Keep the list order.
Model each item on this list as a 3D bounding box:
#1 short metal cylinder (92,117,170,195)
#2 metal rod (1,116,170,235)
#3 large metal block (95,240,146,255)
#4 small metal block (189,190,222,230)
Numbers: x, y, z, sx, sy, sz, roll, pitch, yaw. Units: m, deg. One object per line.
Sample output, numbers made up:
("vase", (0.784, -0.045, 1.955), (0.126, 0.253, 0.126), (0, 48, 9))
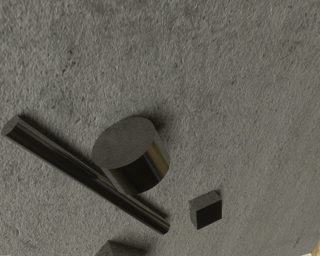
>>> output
("short metal cylinder", (-0.034, 0.032, 0.373), (0.080, 0.080, 0.050), (-33, 129, -7))
("metal rod", (-0.075, 0.081, 0.415), (0.025, 0.025, 0.300), (-43, 130, 1))
("large metal block", (-0.071, 0.237, 0.498), (0.080, 0.050, 0.080), (34, 99, -39))
("small metal block", (0.080, 0.143, 0.539), (0.050, 0.025, 0.050), (-20, 126, -17))
